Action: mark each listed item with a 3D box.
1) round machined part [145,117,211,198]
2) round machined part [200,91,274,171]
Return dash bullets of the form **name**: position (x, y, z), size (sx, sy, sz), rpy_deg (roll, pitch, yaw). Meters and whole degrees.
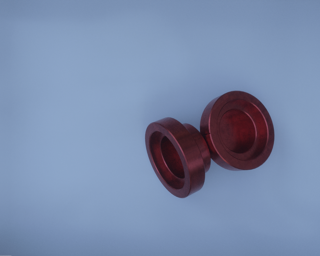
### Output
- **round machined part**: position (0.025, 0.032, 0.381), size (0.042, 0.098, 0.098), rpy_deg (-22, 91, -26)
- **round machined part**: position (0.092, 0.005, 0.392), size (0.099, 0.042, 0.098), rpy_deg (5, 77, -24)
